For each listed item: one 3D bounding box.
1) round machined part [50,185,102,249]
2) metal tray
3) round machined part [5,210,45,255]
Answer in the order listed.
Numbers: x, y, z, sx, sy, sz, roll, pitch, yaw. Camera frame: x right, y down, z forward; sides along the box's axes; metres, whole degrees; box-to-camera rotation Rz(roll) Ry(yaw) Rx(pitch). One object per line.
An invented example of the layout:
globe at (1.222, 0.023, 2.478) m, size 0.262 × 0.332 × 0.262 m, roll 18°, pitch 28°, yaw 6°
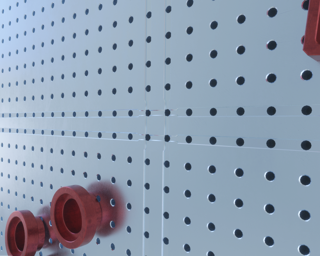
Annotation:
round machined part at (-0.133, 0.141, 0.505) m, size 0.098 × 0.042 × 0.097 m, roll 0°, pitch 90°, yaw 39°
metal tray at (0.179, -0.124, 0.258) m, size 0.090 × 0.030 × 0.129 m, roll 10°, pitch 96°, yaw 39°
round machined part at (-0.261, 0.210, 0.605) m, size 0.098 × 0.042 × 0.097 m, roll -6°, pitch 80°, yaw 41°
